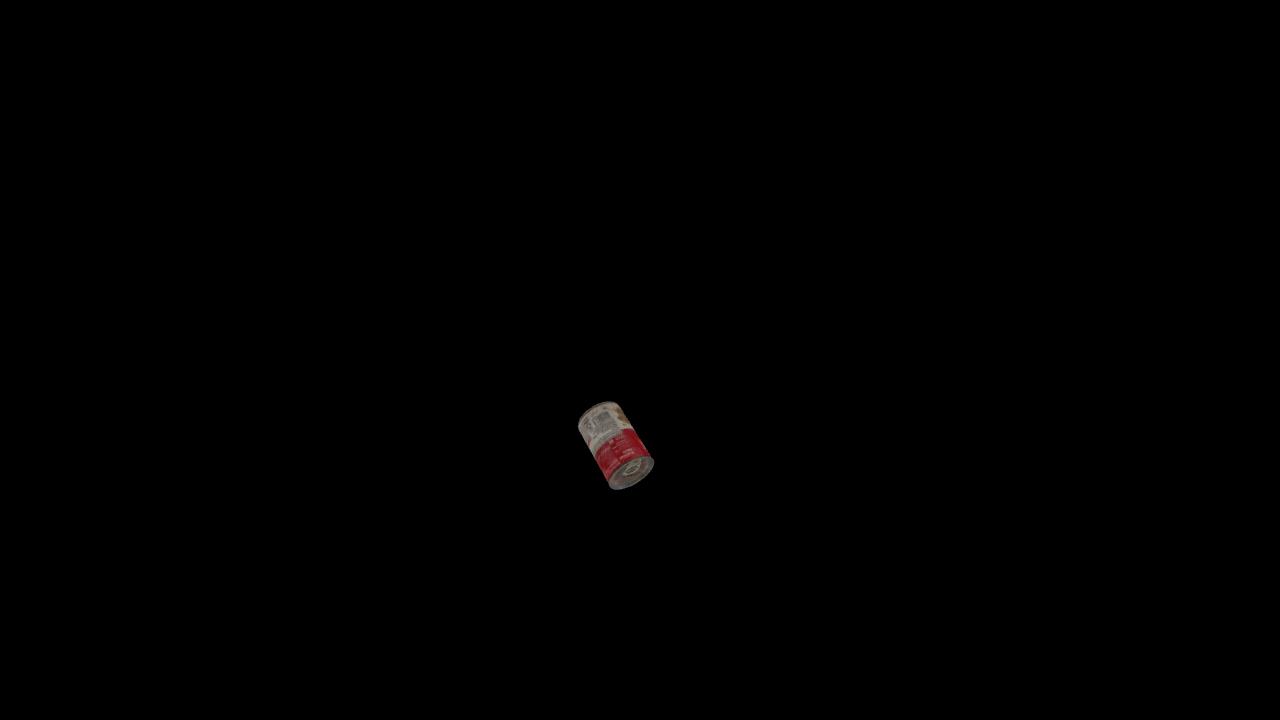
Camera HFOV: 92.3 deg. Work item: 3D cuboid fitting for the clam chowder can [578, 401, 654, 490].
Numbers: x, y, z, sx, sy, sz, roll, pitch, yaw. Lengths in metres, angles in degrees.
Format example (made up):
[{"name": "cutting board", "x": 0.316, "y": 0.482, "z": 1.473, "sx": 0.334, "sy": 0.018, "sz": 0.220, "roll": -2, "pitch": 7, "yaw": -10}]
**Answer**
[{"name": "clam chowder can", "x": -0.034, "y": 0.114, "z": 0.832, "sx": 0.068, "sy": 0.068, "sz": 0.102, "roll": 0, "pitch": 44, "yaw": -42}]
